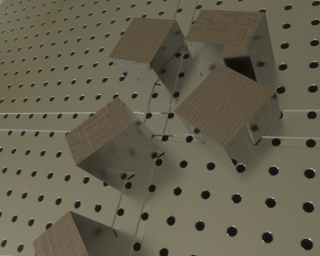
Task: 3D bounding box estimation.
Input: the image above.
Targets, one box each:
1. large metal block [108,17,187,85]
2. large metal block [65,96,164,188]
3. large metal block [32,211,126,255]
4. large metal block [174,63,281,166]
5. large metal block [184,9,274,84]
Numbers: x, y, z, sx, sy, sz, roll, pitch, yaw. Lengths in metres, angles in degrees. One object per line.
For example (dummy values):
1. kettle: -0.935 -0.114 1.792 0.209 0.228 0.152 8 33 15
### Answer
1. large metal block: -0.017 -0.119 0.472 0.080 0.050 0.080 18 71 34
2. large metal block: -0.055 0.021 0.388 0.080 0.080 0.050 -37 51 3
3. large metal block: -0.075 0.143 0.323 0.050 0.080 0.080 -41 51 0
4. large metal block: 0.079 -0.017 0.361 0.080 0.050 0.080 -46 52 -5
5. large metal block: 0.088 -0.097 0.386 0.080 0.080 0.050 18 71 34
